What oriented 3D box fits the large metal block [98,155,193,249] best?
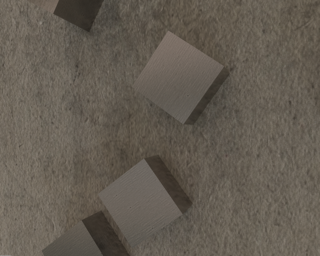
[{"bbox_3d":[-0.018,0.092,0.401,0.080,0.050,0.080,-39,78,15],"label":"large metal block"}]

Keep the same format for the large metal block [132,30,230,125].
[{"bbox_3d":[0.027,-0.060,0.386,0.080,0.050,0.080,37,102,16],"label":"large metal block"}]

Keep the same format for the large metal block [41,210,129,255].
[{"bbox_3d":[-0.101,0.176,0.430,0.080,0.050,0.080,-39,78,15],"label":"large metal block"}]

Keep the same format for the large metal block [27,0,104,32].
[{"bbox_3d":[-0.121,-0.188,0.421,0.050,0.080,0.080,31,100,17],"label":"large metal block"}]
